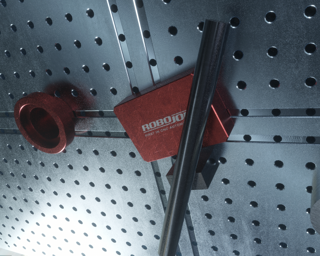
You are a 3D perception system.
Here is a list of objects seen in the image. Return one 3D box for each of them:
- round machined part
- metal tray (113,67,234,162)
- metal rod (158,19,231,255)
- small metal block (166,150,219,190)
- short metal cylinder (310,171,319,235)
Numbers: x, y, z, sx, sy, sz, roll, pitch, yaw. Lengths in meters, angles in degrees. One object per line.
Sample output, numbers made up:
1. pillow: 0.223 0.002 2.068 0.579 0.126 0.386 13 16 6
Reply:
1. round machined part: -0.172 -0.012 0.481 0.098 0.042 0.097 13 124 20
2. metal tray: 0.014 -0.013 0.391 0.130 0.030 0.090 -19 109 35
3. metal rod: 0.032 0.032 0.355 0.025 0.025 0.298 18 115 17
4. small metal block: 0.043 0.056 0.406 0.050 0.050 0.025 -11 113 32
5. short metal cylinder: 0.209 0.084 0.337 0.080 0.050 0.079 13 124 20
